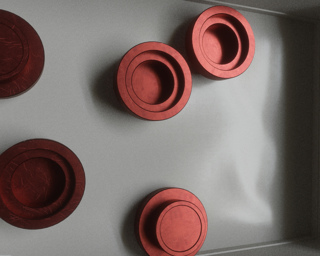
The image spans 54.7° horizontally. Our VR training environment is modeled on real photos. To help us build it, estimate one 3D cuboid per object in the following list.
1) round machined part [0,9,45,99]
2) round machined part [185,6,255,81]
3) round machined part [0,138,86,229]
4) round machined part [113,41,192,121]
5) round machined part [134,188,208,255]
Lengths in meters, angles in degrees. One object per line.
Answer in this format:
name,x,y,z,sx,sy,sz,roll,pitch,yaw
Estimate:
round machined part,-0.178,-0.081,0.336,0.099,0.042,0.097,0,90,-21
round machined part,0.079,-0.115,0.432,0.099,0.042,0.097,0,90,-21
round machined part,-0.137,0.060,0.351,0.099,0.042,0.097,0,90,-21
round machined part,-0.012,-0.058,0.398,0.099,0.042,0.097,0,90,-21
round machined part,0.019,0.127,0.403,0.099,0.042,0.097,3,81,-21
